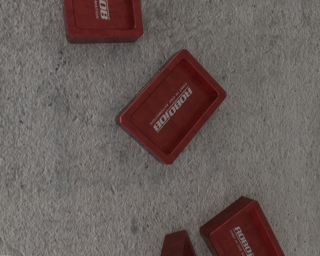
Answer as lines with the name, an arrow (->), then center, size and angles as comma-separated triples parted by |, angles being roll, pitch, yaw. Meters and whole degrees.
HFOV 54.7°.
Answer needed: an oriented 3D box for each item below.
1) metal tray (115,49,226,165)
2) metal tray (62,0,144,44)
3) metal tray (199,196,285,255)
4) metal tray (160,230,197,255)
metal tray -> 0.017, -0.028, 0.412 | 0.090, 0.030, 0.130 | 44, 76, -15
metal tray -> -0.074, -0.172, 0.378 | 0.091, 0.030, 0.129 | -7, 93, -20
metal tray -> 0.126, 0.178, 0.452 | 0.091, 0.030, 0.130 | -31, 100, -17
metal tray -> 0.038, 0.208, 0.387 | 0.030, 0.090, 0.129 | -19, 98, 11
